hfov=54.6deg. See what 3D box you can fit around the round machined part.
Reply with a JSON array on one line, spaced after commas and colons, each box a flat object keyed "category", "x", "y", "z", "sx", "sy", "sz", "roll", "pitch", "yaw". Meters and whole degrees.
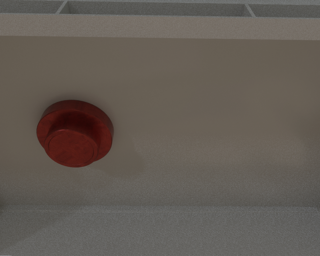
[{"category": "round machined part", "x": -0.113, "y": 0.015, "z": 0.409, "sx": 0.099, "sy": 0.042, "sz": 0.097, "roll": 0, "pitch": 130, "yaw": 0}]
